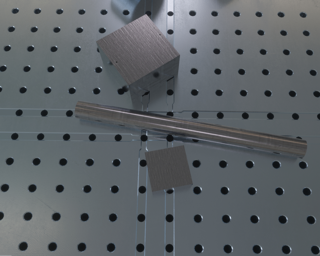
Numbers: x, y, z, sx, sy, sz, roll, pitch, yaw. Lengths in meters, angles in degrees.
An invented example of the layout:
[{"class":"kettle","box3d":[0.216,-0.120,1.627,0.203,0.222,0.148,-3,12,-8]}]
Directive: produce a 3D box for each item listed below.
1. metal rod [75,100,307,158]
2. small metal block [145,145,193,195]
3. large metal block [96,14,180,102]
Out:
[{"class":"metal rod","box3d":[0.037,0.001,0.411,0.302,0.025,0.025,10,70,3]},{"class":"small metal block","box3d":[0.010,0.053,0.392,0.050,0.025,0.050,-10,70,-4]},{"class":"large metal block","box3d":[-0.029,-0.098,0.434,0.080,0.050,0.080,-33,73,-11]}]
